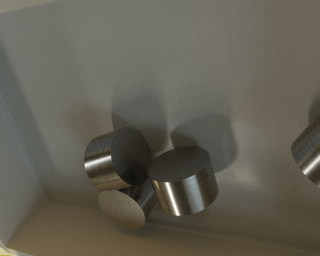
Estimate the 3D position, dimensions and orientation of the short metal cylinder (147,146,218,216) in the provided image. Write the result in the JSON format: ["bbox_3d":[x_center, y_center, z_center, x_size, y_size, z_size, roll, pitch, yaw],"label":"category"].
[{"bbox_3d":[0.030,0.065,0.397,0.080,0.080,0.050,-4,116,30],"label":"short metal cylinder"}]

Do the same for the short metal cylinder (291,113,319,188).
[{"bbox_3d":[0.176,0.022,0.294,0.080,0.080,0.050,32,128,7],"label":"short metal cylinder"}]

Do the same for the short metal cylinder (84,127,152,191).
[{"bbox_3d":[-0.056,0.044,0.428,0.050,0.080,0.080,-18,109,34],"label":"short metal cylinder"}]

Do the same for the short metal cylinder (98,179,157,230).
[{"bbox_3d":[-0.048,0.111,0.483,0.080,0.050,0.079,14,126,20],"label":"short metal cylinder"}]
